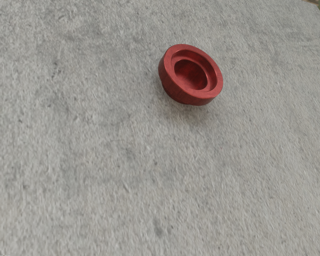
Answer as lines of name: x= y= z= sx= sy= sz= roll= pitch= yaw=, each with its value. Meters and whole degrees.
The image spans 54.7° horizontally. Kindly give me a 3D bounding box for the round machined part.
round machined part: x=0.042 y=-0.074 z=0.462 sx=0.099 sy=0.042 sz=0.098 roll=14 pitch=56 yaw=-21
